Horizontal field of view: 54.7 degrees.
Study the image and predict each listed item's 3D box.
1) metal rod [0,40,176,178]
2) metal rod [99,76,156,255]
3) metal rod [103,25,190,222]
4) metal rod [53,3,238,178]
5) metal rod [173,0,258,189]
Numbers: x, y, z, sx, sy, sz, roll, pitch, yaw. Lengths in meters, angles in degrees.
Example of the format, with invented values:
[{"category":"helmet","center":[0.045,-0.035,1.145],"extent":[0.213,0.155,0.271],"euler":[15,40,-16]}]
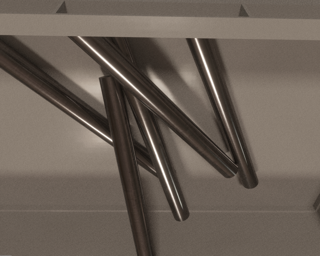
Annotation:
[{"category":"metal rod","center":[-0.087,-0.010,0.399],"extent":[0.025,0.025,0.301],"euler":[-35,122,26]},{"category":"metal rod","center":[-0.035,0.081,0.400],"extent":[0.025,0.025,0.298],"euler":[-8,106,6]},{"category":"metal rod","center":[-0.008,0.016,0.402],"extent":[0.025,0.025,0.298],"euler":[-13,123,10]},{"category":"metal rod","center":[0.007,-0.020,0.359],"extent":[0.025,0.025,0.300],"euler":[-31,128,23]},{"category":"metal rod","center":[0.083,-0.020,0.393],"extent":[0.025,0.025,0.299],"euler":[-18,128,14]}]
